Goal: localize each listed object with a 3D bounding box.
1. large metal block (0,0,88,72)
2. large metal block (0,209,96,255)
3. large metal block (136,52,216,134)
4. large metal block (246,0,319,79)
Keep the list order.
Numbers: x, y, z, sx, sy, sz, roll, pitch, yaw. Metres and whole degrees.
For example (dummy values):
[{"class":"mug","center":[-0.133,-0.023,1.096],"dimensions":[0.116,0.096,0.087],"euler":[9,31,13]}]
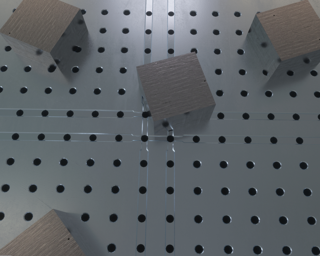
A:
[{"class":"large metal block","center":[-0.165,-0.140,0.449],"dimensions":[0.080,0.050,0.080],"euler":[23,72,8]},{"class":"large metal block","center":[-0.122,0.150,0.343],"dimensions":[0.080,0.050,0.080],"euler":[-38,74,-13]},{"class":"large metal block","center":[0.019,-0.046,0.415],"dimensions":[0.080,0.050,0.080],"euler":[-16,71,-6]},{"class":"large metal block","center":[0.184,-0.127,0.446],"dimensions":[0.080,0.050,0.080],"euler":[-18,71,-6]}]
